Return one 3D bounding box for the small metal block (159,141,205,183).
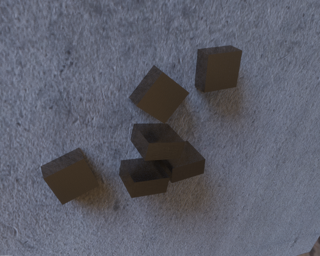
[{"bbox_3d":[0.028,0.046,0.437,0.050,0.050,0.025,-13,124,-22],"label":"small metal block"}]

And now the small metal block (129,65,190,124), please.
[{"bbox_3d":[-0.001,-0.041,0.383,0.050,0.025,0.050,32,100,-39],"label":"small metal block"}]

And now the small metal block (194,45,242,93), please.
[{"bbox_3d":[0.075,-0.077,0.402,0.050,0.025,0.050,-12,124,-22],"label":"small metal block"}]

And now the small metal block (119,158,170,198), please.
[{"bbox_3d":[-0.022,0.066,0.421,0.050,0.050,0.025,-3,120,-27],"label":"small metal block"}]

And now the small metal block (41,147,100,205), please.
[{"bbox_3d":[-0.111,0.060,0.384,0.050,0.025,0.050,-27,128,-12],"label":"small metal block"}]

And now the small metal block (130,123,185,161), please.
[{"bbox_3d":[-0.004,0.017,0.400,0.050,0.050,0.025,-1,119,-29],"label":"small metal block"}]
